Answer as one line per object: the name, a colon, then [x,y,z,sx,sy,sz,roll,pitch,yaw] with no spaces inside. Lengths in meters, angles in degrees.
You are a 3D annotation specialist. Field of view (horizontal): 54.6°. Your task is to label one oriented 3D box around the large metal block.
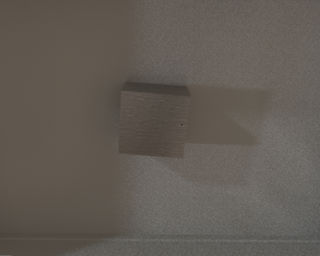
large metal block: [-0.008,-0.011,0.394,0.080,0.050,0.079,5,110,-2]
